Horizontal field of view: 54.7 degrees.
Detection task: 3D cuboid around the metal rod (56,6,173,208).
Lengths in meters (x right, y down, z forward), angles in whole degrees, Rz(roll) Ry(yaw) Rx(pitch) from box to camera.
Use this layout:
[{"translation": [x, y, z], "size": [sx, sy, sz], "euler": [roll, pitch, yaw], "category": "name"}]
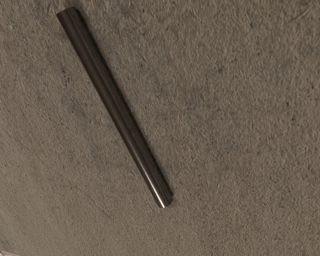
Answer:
[{"translation": [-0.053, -0.015, 0.423], "size": [0.025, 0.025, 0.299], "euler": [-13, 112, 33], "category": "metal rod"}]
